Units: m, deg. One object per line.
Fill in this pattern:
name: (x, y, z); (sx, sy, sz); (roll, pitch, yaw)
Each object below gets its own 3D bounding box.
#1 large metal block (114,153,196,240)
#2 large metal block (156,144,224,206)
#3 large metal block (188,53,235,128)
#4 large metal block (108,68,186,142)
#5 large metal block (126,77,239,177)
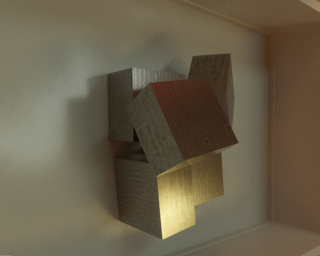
large metal block: (-0.008, 0.073, 0.364); (0.050, 0.080, 0.079); (-9, 96, -40)
large metal block: (0.039, 0.057, 0.421); (0.081, 0.050, 0.079); (-7, 95, -40)
large metal block: (0.070, -0.042, 0.416); (0.080, 0.050, 0.080); (70, 27, -46)
large metal block: (-0.015, -0.026, 0.378); (0.081, 0.050, 0.079); (-1, 91, -40)
large metal block: (0.023, -0.003, 0.325); (0.081, 0.050, 0.080); (-12, 73, -39)
